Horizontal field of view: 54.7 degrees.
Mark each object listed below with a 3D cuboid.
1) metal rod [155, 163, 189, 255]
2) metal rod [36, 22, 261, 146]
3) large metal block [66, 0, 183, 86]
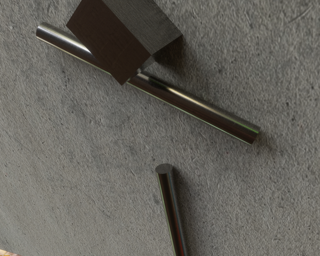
[{"bbox_3d":[0.031,0.188,0.505,0.025,0.025,0.298,3,120,26],"label":"metal rod"},{"bbox_3d":[-0.022,-0.059,0.380,0.301,0.025,0.025,28,128,10],"label":"metal rod"},{"bbox_3d":[-0.034,-0.103,0.324,0.080,0.080,0.050,47,129,-6],"label":"large metal block"}]
